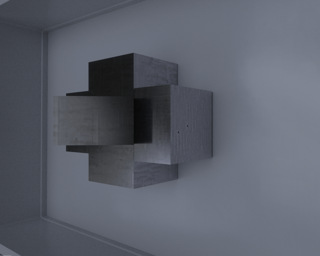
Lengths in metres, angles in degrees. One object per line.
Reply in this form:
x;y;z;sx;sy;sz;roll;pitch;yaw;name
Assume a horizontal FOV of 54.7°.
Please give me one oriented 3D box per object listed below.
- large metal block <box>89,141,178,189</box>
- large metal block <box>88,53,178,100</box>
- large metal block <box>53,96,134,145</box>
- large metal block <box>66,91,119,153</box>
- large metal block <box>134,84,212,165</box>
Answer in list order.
-0.034;0.042;0.398;0.080;0.081;0.050;0;90;40;large metal block
-0.034;-0.058;0.398;0.080;0.081;0.050;0;90;40;large metal block
-0.070;-0.008;0.354;0.081;0.080;0.050;0;90;-5;large metal block
-0.084;-0.008;0.440;0.050;0.081;0.080;0;90;40;large metal block
0.017;-0.004;0.353;0.050;0.081;0.080;0;90;39;large metal block
